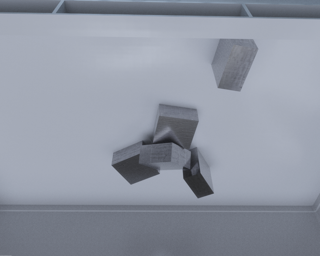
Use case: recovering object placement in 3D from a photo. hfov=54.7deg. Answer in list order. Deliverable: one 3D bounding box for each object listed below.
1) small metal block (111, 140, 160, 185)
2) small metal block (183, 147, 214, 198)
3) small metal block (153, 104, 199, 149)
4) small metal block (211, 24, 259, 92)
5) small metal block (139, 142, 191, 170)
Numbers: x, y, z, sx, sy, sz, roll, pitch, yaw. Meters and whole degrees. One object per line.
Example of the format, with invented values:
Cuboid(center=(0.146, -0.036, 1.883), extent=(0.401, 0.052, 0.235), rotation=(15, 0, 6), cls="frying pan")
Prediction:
Cuboid(center=(-0.034, 0.051, 0.453), extent=(0.050, 0.025, 0.050), rotation=(-24, 127, 18), cls="small metal block")
Cuboid(center=(0.054, 0.065, 0.449), extent=(0.025, 0.050, 0.050), rotation=(-22, 127, 17), cls="small metal block")
Cuboid(center=(0.019, -0.001, 0.408), extent=(0.050, 0.025, 0.050), rotation=(8, 130, -7), cls="small metal block")
Cuboid(center=(0.077, -0.075, 0.330), extent=(0.025, 0.050, 0.050), rotation=(8, 130, -7), cls="small metal block")
Cuboid(center=(0.007, 0.040, 0.421), extent=(0.050, 0.025, 0.050), rotation=(-7, 159, 33), cls="small metal block")
